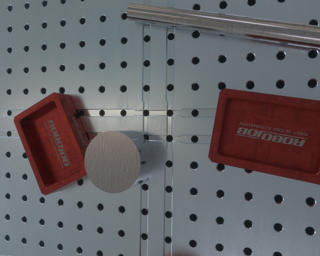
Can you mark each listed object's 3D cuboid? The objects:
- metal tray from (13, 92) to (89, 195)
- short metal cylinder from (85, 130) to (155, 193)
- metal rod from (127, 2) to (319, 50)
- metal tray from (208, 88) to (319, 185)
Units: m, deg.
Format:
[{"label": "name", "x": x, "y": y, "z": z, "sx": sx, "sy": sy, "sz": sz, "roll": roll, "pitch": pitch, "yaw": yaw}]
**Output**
[{"label": "metal tray", "x": -0.156, "y": 0.023, "z": 0.464, "sx": 0.090, "sy": 0.030, "sz": 0.130, "roll": -27, "pitch": 81, "yaw": 17}, {"label": "short metal cylinder", "x": -0.053, "y": 0.043, "z": 0.418, "sx": 0.080, "sy": 0.050, "sz": 0.079, "roll": 0, "pitch": 90, "yaw": 20}, {"label": "metal rod", "x": 0.098, "y": -0.123, "z": 0.377, "sx": 0.301, "sy": 0.025, "sz": 0.025, "roll": 15, "pitch": 95, "yaw": 19}, {"label": "metal tray", "x": 0.130, "y": 0.007, "z": 0.363, "sx": 0.130, "sy": 0.030, "sz": 0.089, "roll": 11, "pitch": 94, "yaw": 19}]
